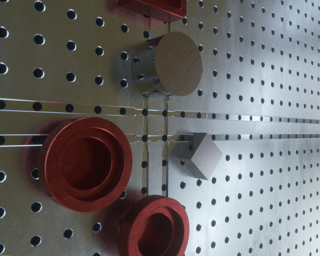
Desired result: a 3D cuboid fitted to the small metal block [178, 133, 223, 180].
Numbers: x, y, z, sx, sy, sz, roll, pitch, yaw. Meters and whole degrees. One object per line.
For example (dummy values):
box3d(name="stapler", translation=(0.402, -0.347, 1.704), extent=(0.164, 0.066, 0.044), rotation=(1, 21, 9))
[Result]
box3d(name="small metal block", translation=(0.062, 0.042, 0.464), extent=(0.050, 0.025, 0.050), rotation=(50, 61, -29))

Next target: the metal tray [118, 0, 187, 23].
box3d(name="metal tray", translation=(-0.006, -0.214, 0.402), extent=(0.091, 0.030, 0.129), rotation=(3, 88, -40))

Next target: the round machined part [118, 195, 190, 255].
box3d(name="round machined part", translation=(-0.012, 0.133, 0.391), extent=(0.099, 0.042, 0.097), rotation=(0, 90, -40))

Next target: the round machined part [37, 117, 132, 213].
box3d(name="round machined part", translation=(-0.082, 0.037, 0.331), extent=(0.099, 0.042, 0.097), rotation=(0, 90, -40))

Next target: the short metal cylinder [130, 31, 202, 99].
box3d(name="short metal cylinder", translation=(0.009, -0.079, 0.402), extent=(0.081, 0.050, 0.079), rotation=(0, 90, -40))
